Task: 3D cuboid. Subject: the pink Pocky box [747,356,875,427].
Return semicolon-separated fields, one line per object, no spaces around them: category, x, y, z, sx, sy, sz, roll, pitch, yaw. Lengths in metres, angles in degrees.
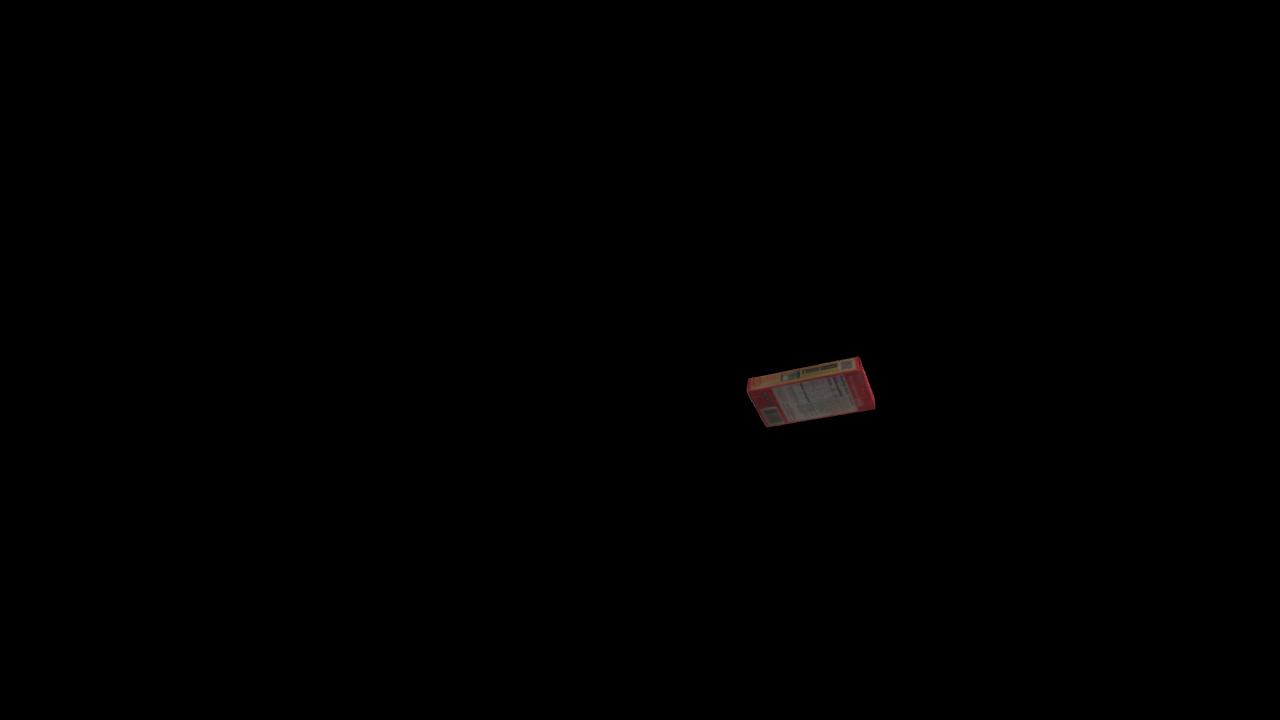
pink Pocky box;0.234;0.046;0.843;0.155;0.029;0.084;-13;-48;26
